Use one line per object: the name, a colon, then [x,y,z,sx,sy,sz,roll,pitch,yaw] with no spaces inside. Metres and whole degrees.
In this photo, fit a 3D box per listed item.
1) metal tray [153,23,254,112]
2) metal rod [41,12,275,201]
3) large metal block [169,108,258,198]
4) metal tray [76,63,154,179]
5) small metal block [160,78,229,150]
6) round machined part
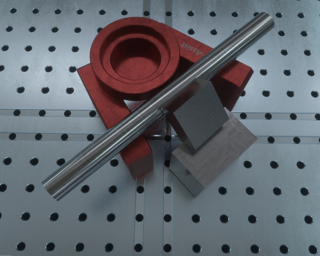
metal tray: [0.046,-0.073,0.403,0.130,0.090,0.030,30,74,10]
metal rod: [0.010,-0.032,0.328,0.301,0.025,0.025,-39,75,-13]
large metal block: [0.059,0.032,0.368,0.080,0.080,0.050,-40,75,-13]
metal tray: [-0.053,-0.008,0.379,0.030,0.090,0.130,-28,73,-10]
small metal block: [0.037,-0.015,0.317,0.050,0.050,0.025,-41,31,-14]
round machined part: [-0.027,-0.075,0.357,0.099,0.042,0.098,0,70,-1]
